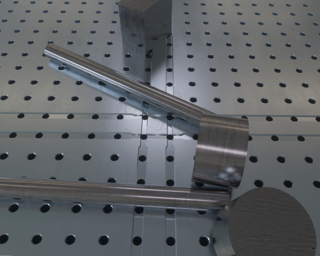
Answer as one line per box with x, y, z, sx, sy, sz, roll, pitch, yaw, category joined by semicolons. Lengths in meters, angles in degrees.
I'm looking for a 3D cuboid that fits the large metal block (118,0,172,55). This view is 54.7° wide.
-0.022;-0.186;0.528;0.050;0.080;0.080;27;55;21;large metal block

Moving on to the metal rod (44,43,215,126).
-0.054;-0.067;0.463;0.301;0.025;0.025;26;55;20;metal rod

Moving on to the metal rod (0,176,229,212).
-0.077;0.072;0.346;0.302;0.025;0.025;3;50;2;metal rod

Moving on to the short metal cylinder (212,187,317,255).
0.096;0.101;0.294;0.081;0.050;0.080;3;65;-7;short metal cylinder

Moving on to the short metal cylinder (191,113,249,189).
0.067;0.025;0.351;0.050;0.080;0.080;9;51;7;short metal cylinder
